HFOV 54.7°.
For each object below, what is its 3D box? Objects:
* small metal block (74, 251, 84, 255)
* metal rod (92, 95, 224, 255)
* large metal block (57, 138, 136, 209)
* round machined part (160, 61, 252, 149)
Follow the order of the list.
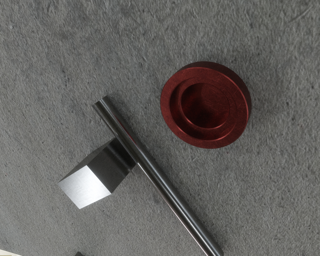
[{"bbox_3d":[-0.178,0.309,0.689,0.050,0.025,0.050,38,129,2],"label":"small metal block"},{"bbox_3d":[0.003,0.081,0.454,0.025,0.025,0.299,-28,104,37],"label":"metal rod"},{"bbox_3d":[-0.089,0.064,0.456,0.080,0.080,0.050,-31,101,37],"label":"large metal block"},{"bbox_3d":[0.053,-0.028,0.349,0.098,0.042,0.097,13,124,20],"label":"round machined part"}]
